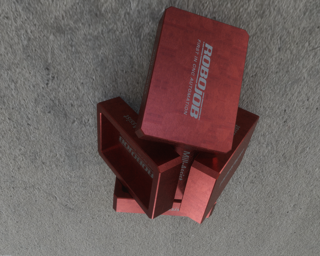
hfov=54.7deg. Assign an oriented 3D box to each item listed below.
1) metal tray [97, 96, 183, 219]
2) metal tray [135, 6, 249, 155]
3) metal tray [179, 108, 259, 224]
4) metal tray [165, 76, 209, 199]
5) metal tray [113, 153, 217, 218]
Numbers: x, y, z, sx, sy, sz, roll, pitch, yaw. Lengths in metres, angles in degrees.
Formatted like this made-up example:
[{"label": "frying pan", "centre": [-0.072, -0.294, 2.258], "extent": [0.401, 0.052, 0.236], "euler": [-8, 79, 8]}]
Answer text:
[{"label": "metal tray", "centre": [-0.031, 0.033, 0.373], "extent": [0.030, 0.130, 0.089], "euler": [-22, 138, -31]}, {"label": "metal tray", "centre": [0.033, -0.045, 0.310], "extent": [0.091, 0.129, 0.030], "euler": [14, 170, -12]}, {"label": "metal tray", "centre": [0.075, 0.042, 0.380], "extent": [0.030, 0.131, 0.089], "euler": [27, 134, 21]}, {"label": "metal tray", "centre": [0.025, 0.013, 0.377], "extent": [0.030, 0.090, 0.129], "euler": [5, 130, -5]}, {"label": "metal tray", "centre": [0.005, 0.074, 0.428], "extent": [0.131, 0.090, 0.030], "euler": [5, 130, -5]}]
